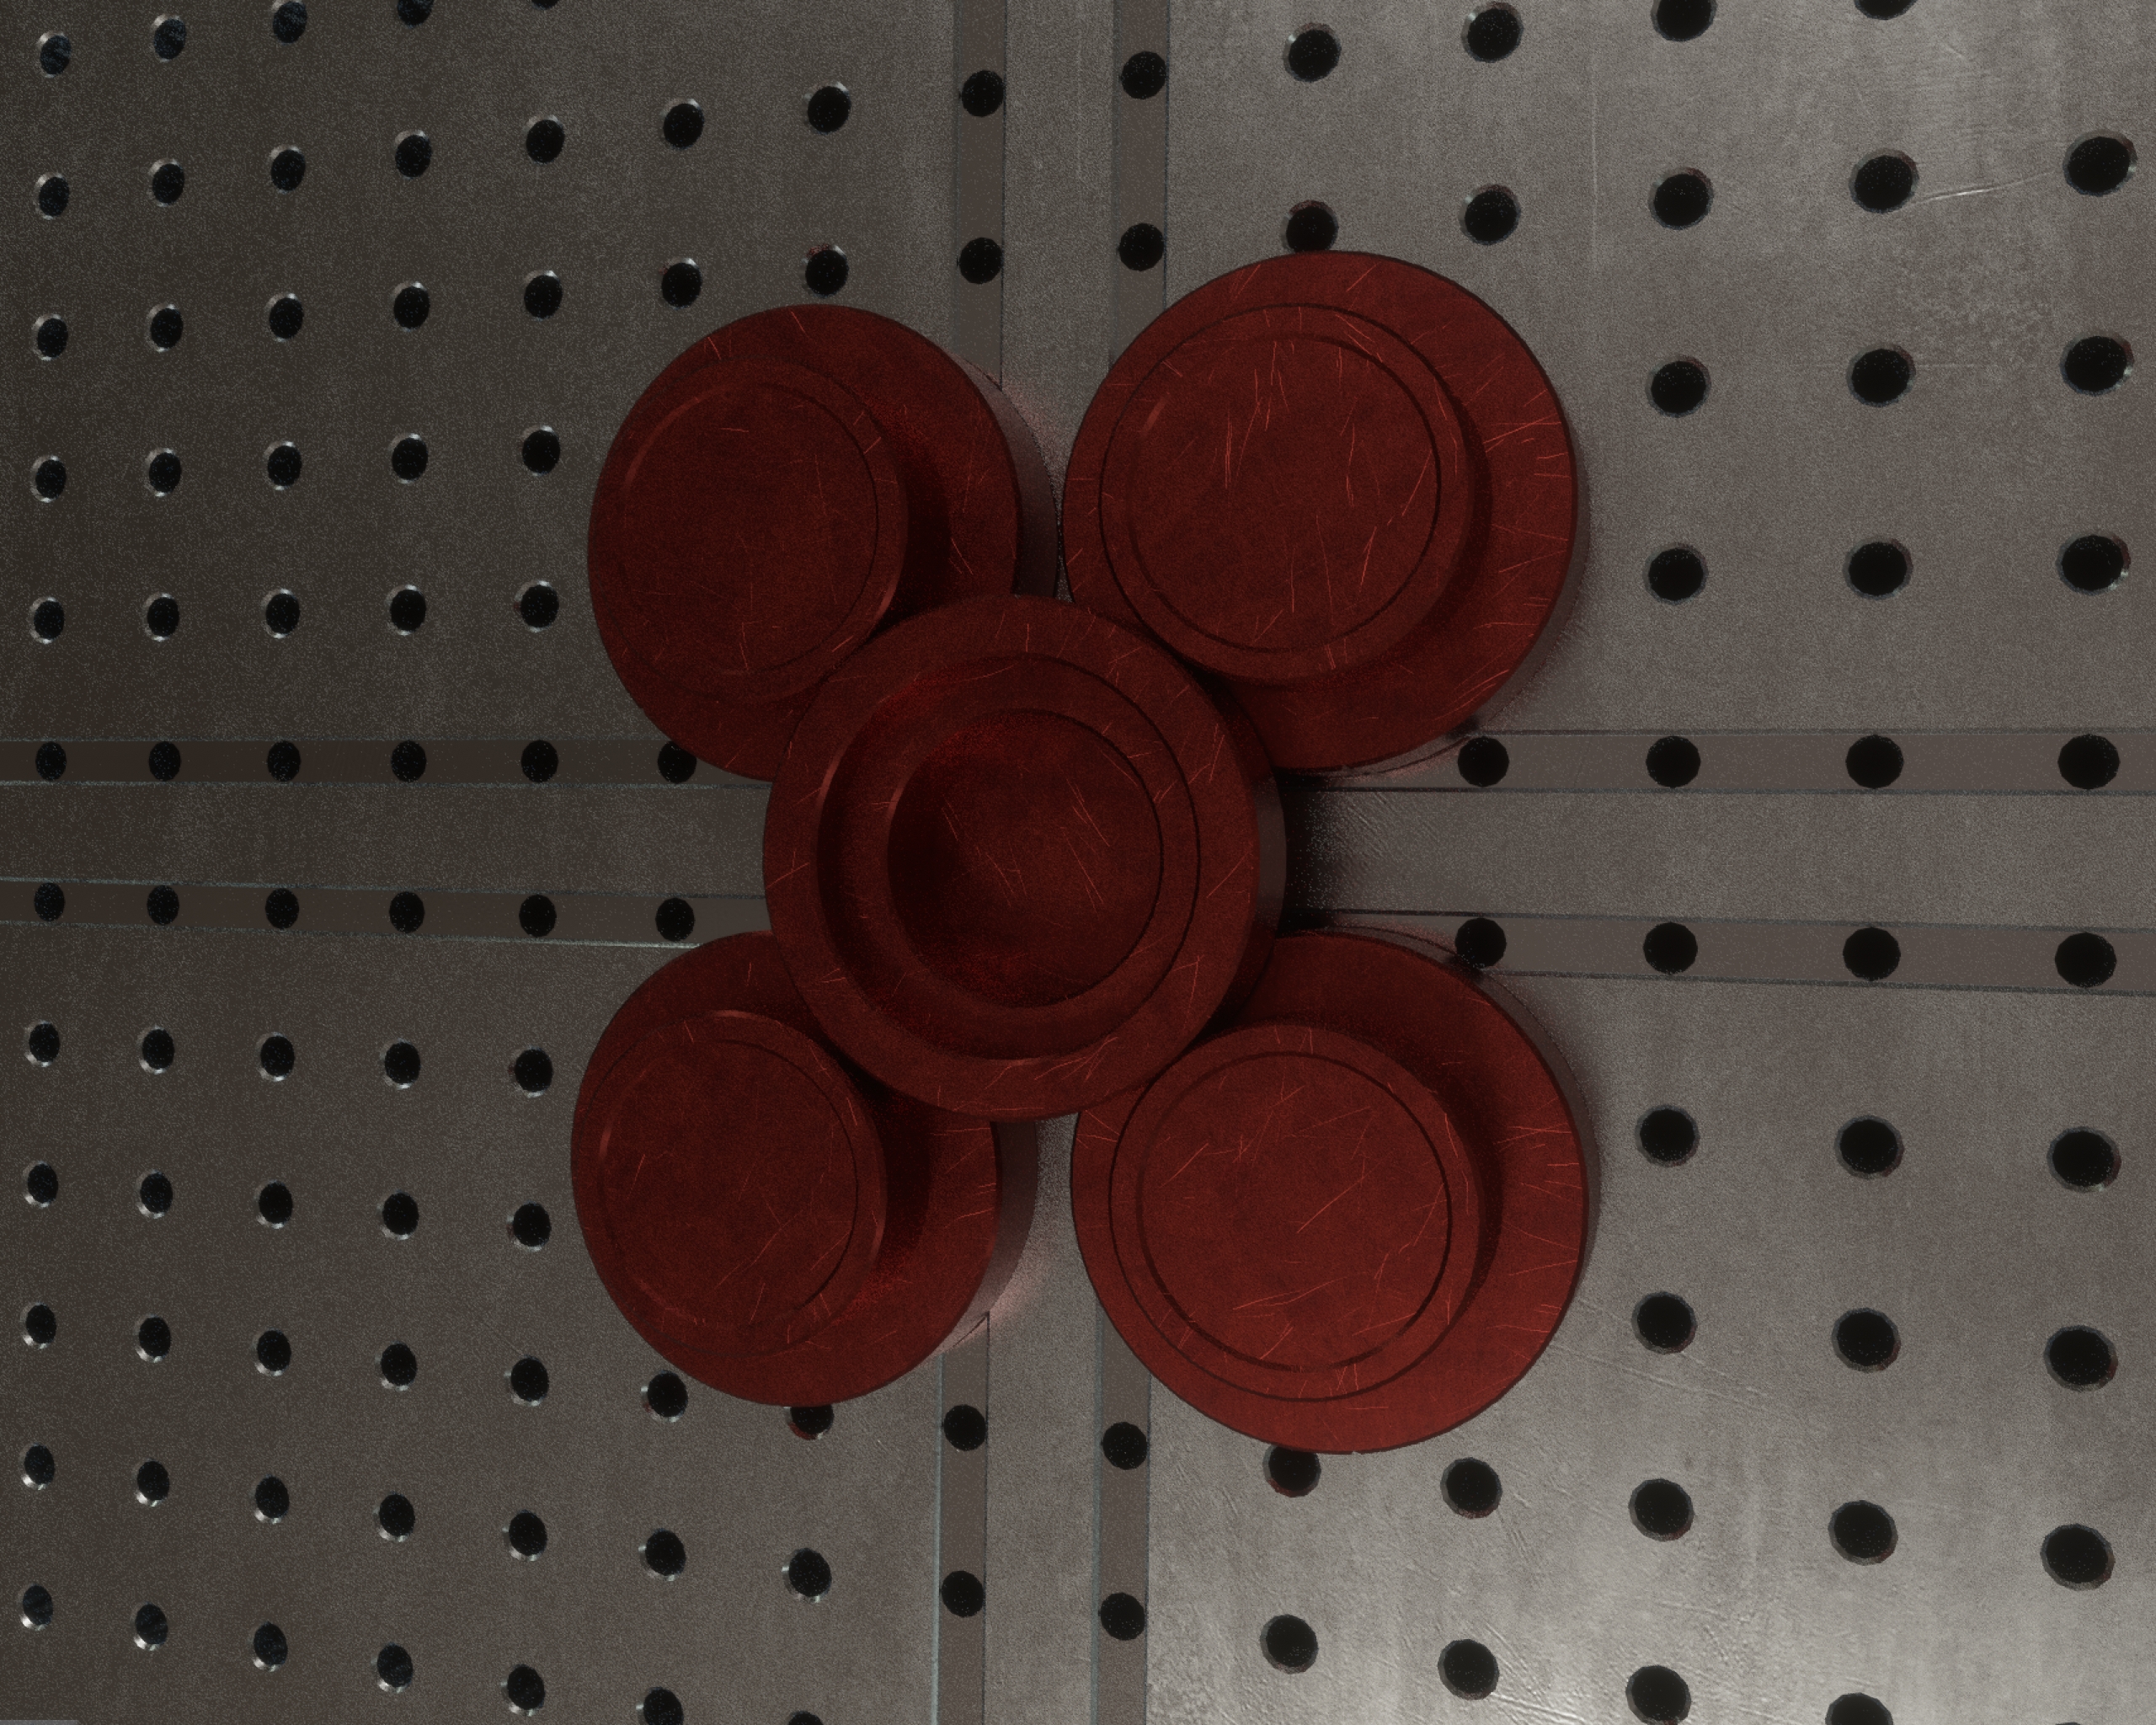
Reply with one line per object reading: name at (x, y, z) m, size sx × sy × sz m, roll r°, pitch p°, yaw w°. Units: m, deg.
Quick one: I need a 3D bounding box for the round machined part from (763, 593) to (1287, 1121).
round machined part at (-0.007, -0.001, 0.403) m, size 0.098 × 0.042 × 0.097 m, roll 0°, pitch 90°, yaw 19°

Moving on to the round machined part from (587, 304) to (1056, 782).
round machined part at (-0.058, -0.064, 0.422) m, size 0.098 × 0.042 × 0.097 m, roll 0°, pitch 90°, yaw 19°

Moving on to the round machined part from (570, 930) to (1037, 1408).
round machined part at (-0.061, 0.063, 0.424) m, size 0.098 × 0.042 × 0.097 m, roll 0°, pitch 90°, yaw 19°

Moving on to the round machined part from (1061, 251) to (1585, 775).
round machined part at (0.043, -0.065, 0.387) m, size 0.098 × 0.042 × 0.097 m, roll 0°, pitch 90°, yaw 19°

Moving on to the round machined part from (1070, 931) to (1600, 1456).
round machined part at (0.044, 0.062, 0.387) m, size 0.098 × 0.042 × 0.097 m, roll 0°, pitch 90°, yaw 19°
